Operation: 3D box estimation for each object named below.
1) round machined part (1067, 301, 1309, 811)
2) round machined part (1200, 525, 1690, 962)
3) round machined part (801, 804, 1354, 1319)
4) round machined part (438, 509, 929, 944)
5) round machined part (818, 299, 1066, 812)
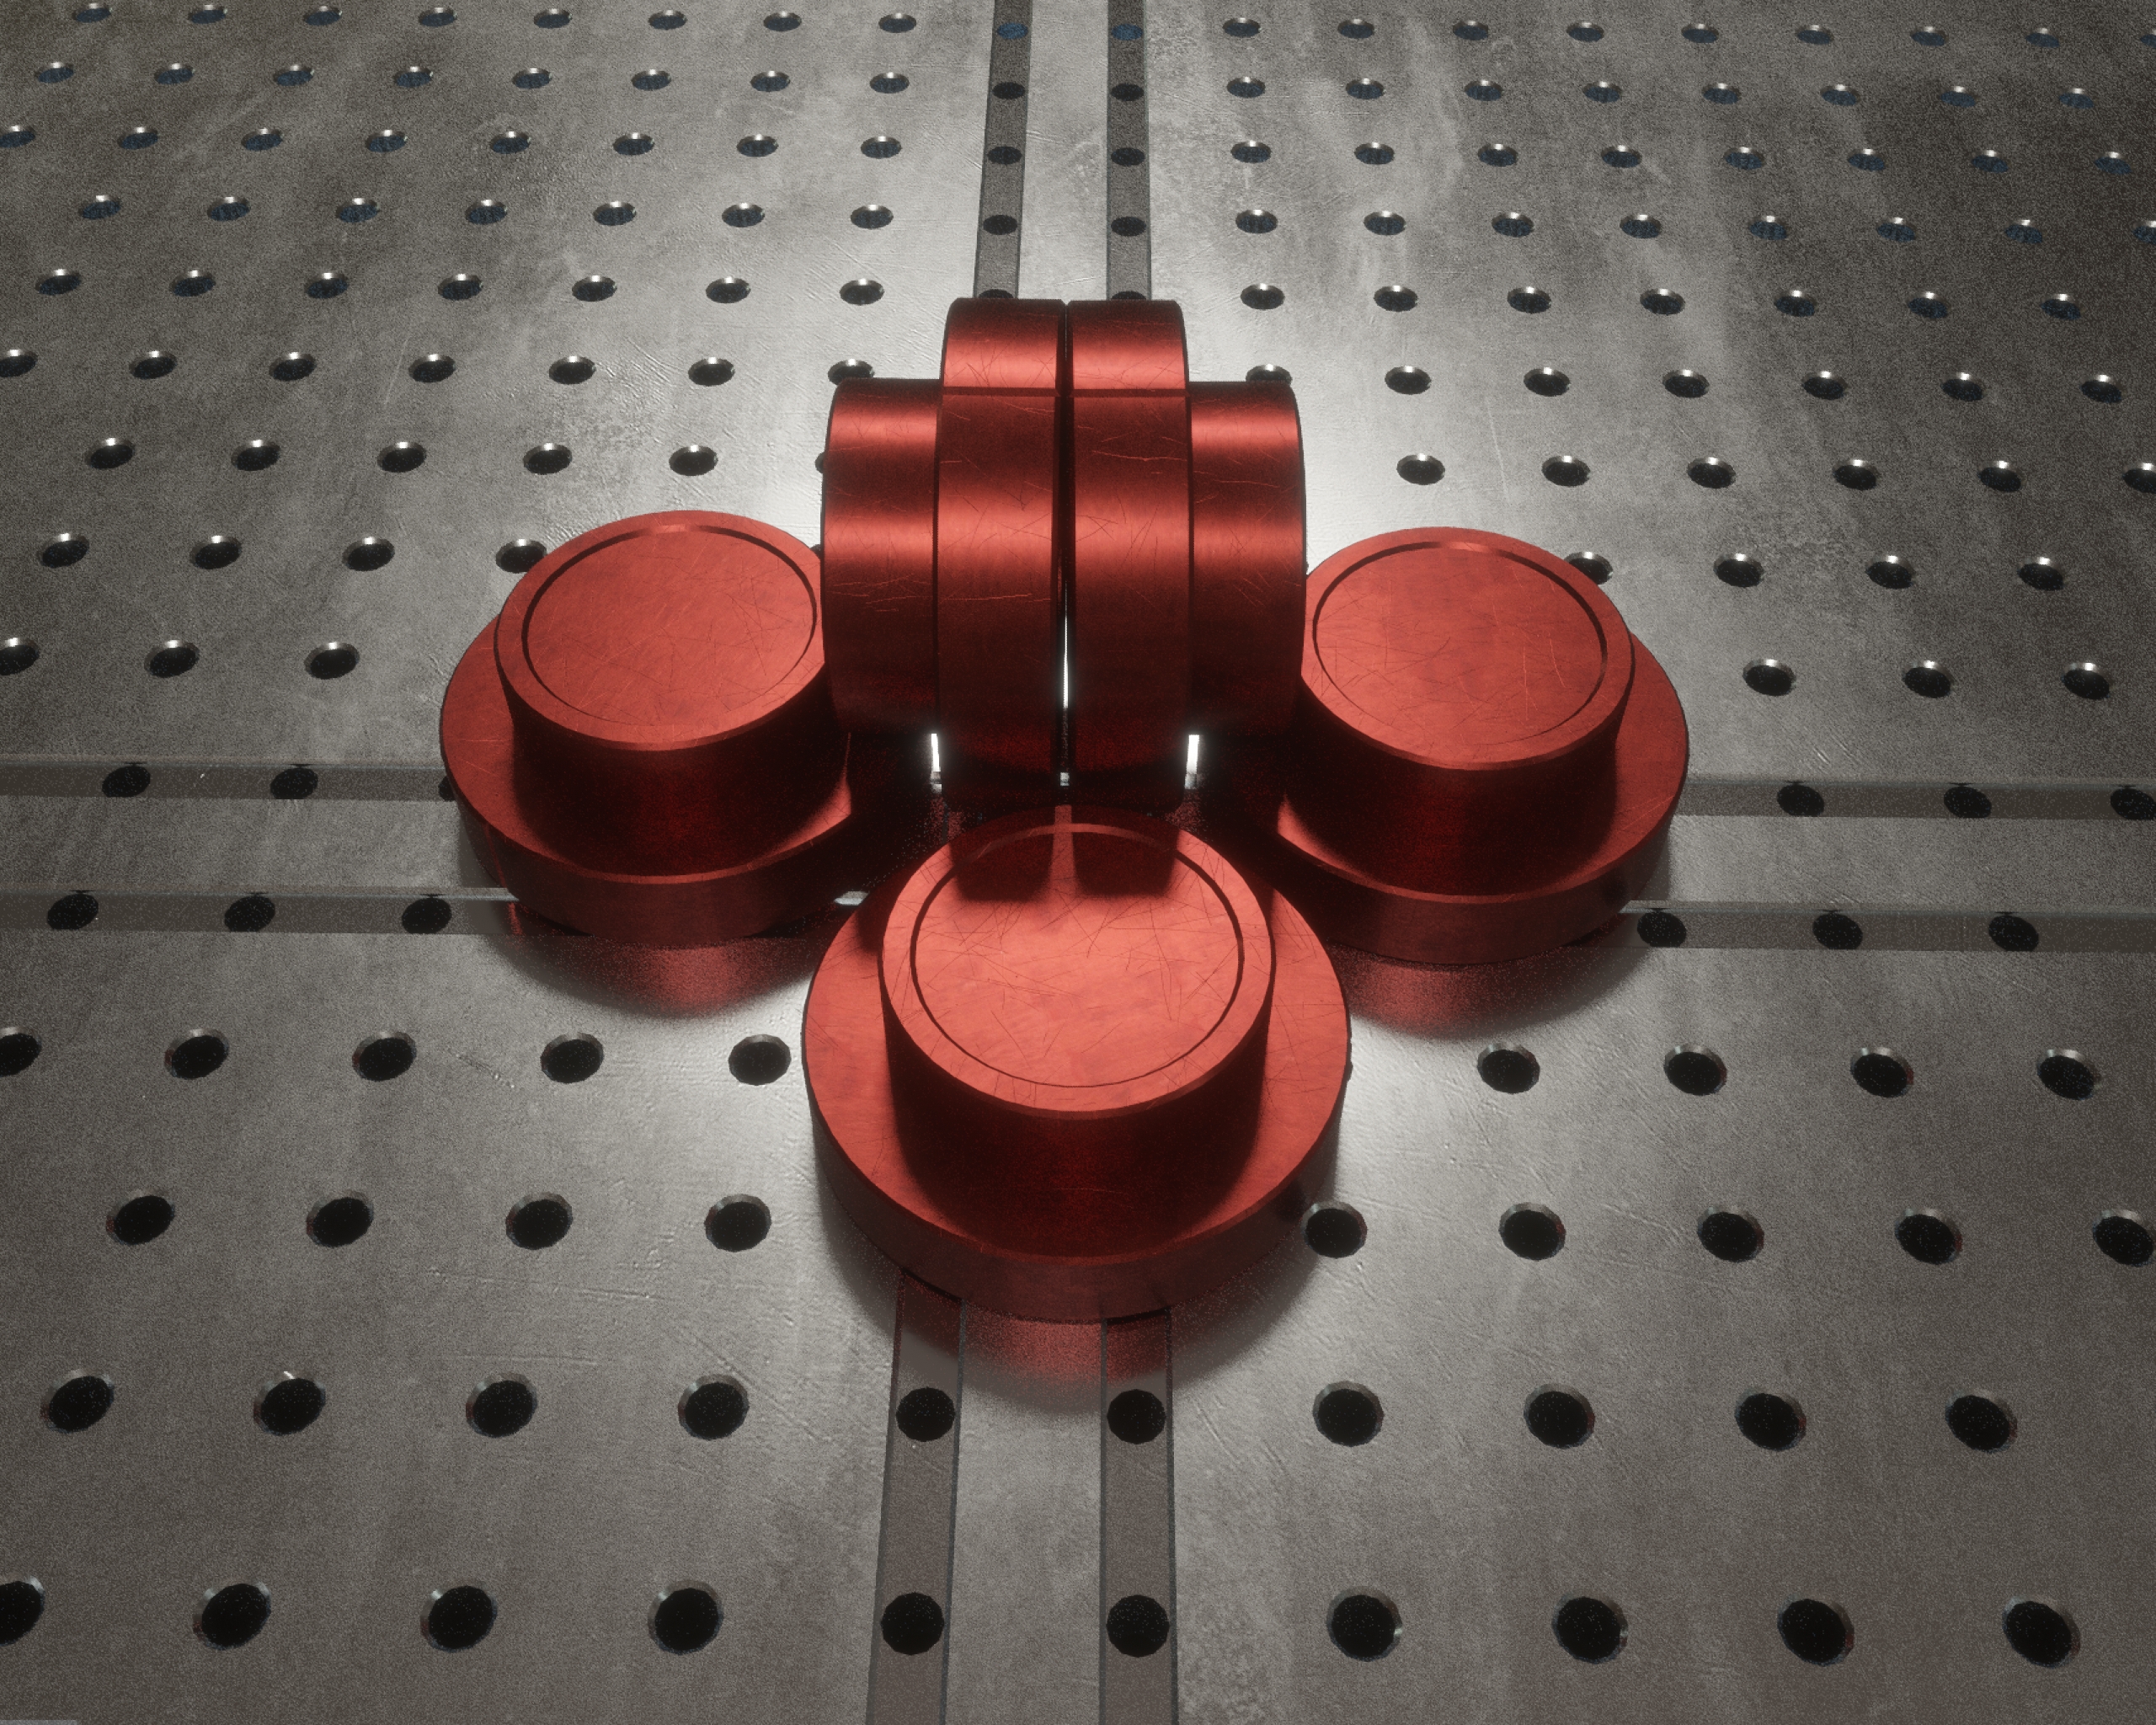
[{"bbox_3d":[0.019,-0.058,0.402,0.042,0.097,0.098,-1,50,-1],"label":"round machined part"},{"bbox_3d":[0.074,-0.031,0.422,0.099,0.042,0.098,0,50,0],"label":"round machined part"},{"bbox_3d":[0.000,0.028,0.373,0.099,0.042,0.098,0,50,0],"label":"round machined part"},{"bbox_3d":[-0.080,-0.034,0.424,0.099,0.042,0.098,0,50,0],"label":"round machined part"},{"bbox_3d":[-0.024,-0.058,0.401,0.042,0.097,0.098,1,50,1],"label":"round machined part"}]
